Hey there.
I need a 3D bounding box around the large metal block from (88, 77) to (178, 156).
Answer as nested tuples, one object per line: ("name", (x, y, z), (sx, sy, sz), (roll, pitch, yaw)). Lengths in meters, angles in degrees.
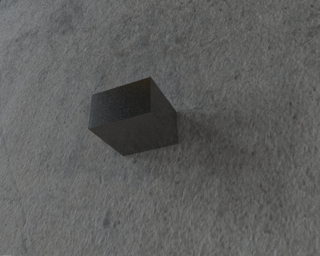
("large metal block", (-0.030, -0.010, 0.390), (0.080, 0.080, 0.050), (-14, 56, 20))
